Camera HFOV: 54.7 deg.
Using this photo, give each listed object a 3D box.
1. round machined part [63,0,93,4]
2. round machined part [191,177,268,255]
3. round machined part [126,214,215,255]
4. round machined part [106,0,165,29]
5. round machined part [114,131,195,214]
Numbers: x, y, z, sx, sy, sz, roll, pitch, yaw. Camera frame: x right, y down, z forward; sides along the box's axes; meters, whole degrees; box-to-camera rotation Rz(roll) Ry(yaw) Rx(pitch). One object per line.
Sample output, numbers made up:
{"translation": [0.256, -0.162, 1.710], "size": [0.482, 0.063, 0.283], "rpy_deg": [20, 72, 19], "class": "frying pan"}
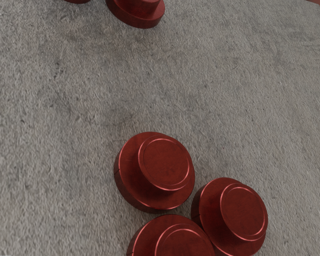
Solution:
{"translation": [-0.128, -0.225, 0.461], "size": [0.099, 0.042, 0.098], "rpy_deg": [14, 56, -21], "class": "round machined part"}
{"translation": [0.091, 0.106, 0.377], "size": [0.099, 0.042, 0.098], "rpy_deg": [14, 56, -21], "class": "round machined part"}
{"translation": [0.018, 0.137, 0.318], "size": [0.099, 0.042, 0.098], "rpy_deg": [13, 56, -21], "class": "round machined part"}
{"translation": [-0.035, -0.213, 0.504], "size": [0.099, 0.042, 0.098], "rpy_deg": [14, 56, -21], "class": "round machined part"}
{"translation": [-0.001, 0.047, 0.364], "size": [0.099, 0.042, 0.098], "rpy_deg": [14, 56, -21], "class": "round machined part"}
